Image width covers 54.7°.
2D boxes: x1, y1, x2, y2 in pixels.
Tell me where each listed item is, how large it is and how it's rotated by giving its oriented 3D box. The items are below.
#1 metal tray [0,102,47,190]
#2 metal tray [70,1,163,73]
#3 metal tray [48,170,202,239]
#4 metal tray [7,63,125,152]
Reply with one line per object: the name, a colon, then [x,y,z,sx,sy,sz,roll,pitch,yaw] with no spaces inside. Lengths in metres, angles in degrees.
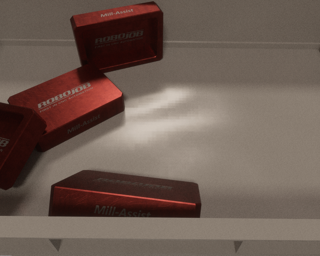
metal tray: [-0.212,0.012,0.364,0.130,0.030,0.090,11,63,19]
metal tray: [-0.061,-0.136,0.475,0.131,0.089,0.030,-16,52,-13]
metal tray: [-0.028,0.070,0.305,0.131,0.090,0.030,6,92,5]
metal tray: [-0.127,-0.033,0.428,0.131,0.030,0.090,-30,56,-23]
